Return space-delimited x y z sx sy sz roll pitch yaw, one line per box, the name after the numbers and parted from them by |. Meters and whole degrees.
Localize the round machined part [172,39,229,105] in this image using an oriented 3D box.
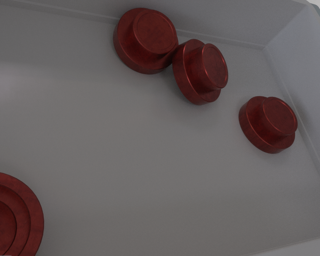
0.066 -0.086 0.458 0.099 0.042 0.098 19 64 -45 | round machined part

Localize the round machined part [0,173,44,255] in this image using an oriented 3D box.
-0.152 0.089 0.259 0.099 0.042 0.098 14 56 -21 | round machined part

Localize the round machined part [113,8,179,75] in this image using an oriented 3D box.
-0.015 -0.131 0.451 0.099 0.042 0.098 7 74 -26 | round machined part

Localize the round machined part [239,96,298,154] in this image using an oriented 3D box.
0.180 -0.011 0.498 0.099 0.042 0.098 14 56 -21 | round machined part
